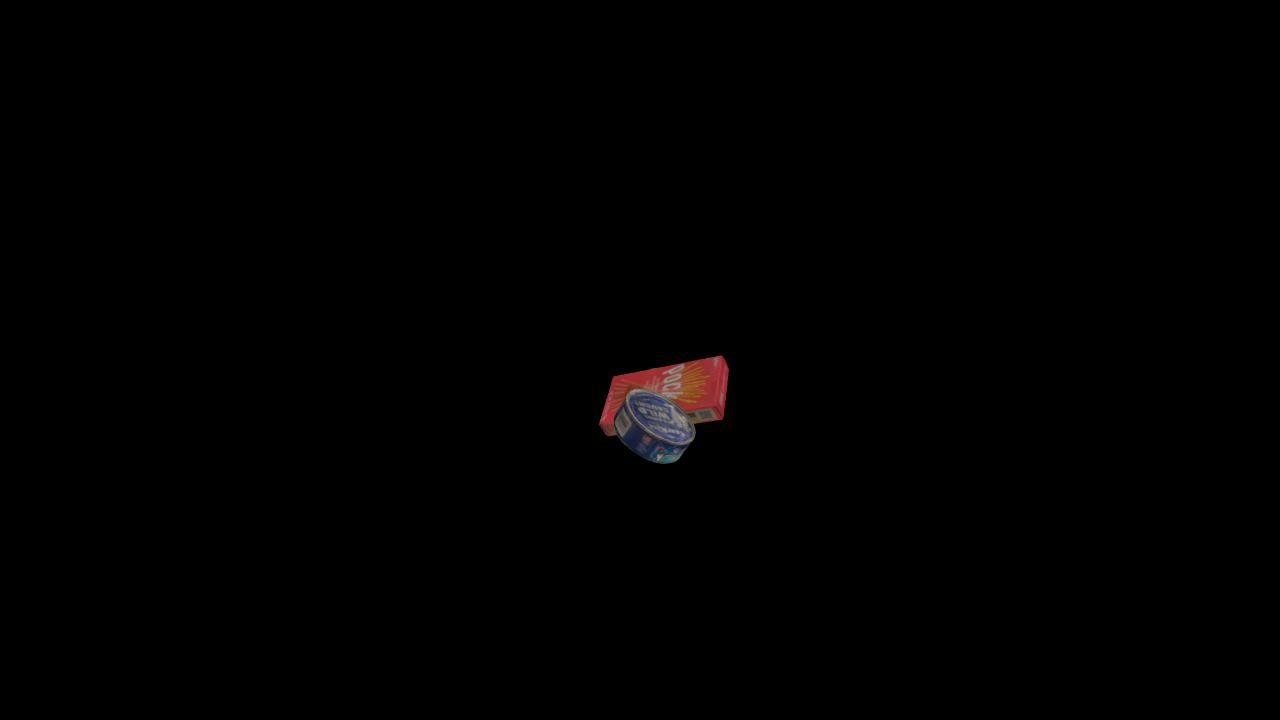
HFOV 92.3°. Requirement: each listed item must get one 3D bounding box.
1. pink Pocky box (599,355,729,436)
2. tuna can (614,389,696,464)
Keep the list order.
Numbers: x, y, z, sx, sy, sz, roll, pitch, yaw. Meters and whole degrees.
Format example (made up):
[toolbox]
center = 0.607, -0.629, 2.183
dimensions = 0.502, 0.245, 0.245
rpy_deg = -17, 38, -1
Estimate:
[pink Pocky box]
center = 0.030, 0.044, 0.751
dimensions = 0.155, 0.084, 0.029
rpy_deg = -11, -49, 25
[tuna can]
center = 0.015, 0.070, 0.648
dimensions = 0.084, 0.034, 0.084
rpy_deg = 26, 25, -13
